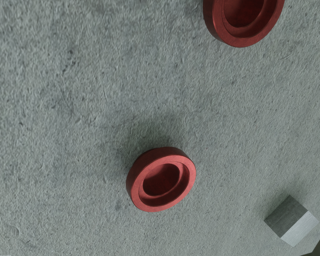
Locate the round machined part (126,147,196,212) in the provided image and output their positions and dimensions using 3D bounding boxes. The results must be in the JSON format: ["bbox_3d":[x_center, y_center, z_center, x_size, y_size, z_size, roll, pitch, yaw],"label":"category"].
[{"bbox_3d":[-0.002,0.067,0.437,0.099,0.042,0.097,-14,124,-21],"label":"round machined part"}]

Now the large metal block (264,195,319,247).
[{"bbox_3d":[0.287,0.203,0.674,0.080,0.050,0.080,-48,129,5],"label":"large metal block"}]

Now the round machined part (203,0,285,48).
[{"bbox_3d":[0.091,-0.146,0.355,0.099,0.042,0.097,-14,124,-21],"label":"round machined part"}]
